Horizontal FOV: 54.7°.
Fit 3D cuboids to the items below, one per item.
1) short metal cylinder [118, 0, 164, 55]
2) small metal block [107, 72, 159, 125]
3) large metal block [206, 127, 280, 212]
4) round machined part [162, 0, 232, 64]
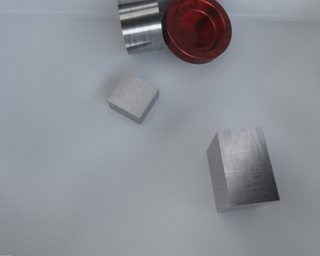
[{"bbox_3d":[-0.025,-0.146,0.432,0.050,0.080,0.080,-9,70,1],"label":"short metal cylinder"},{"bbox_3d":[-0.035,-0.040,0.424,0.050,0.025,0.050,29,72,9],"label":"small metal block"},{"bbox_3d":[0.092,0.052,0.363,0.050,0.080,0.080,-6,70,-3],"label":"large metal block"},{"bbox_3d":[0.048,-0.137,0.441,0.099,0.042,0.097,3,80,-17],"label":"round machined part"}]
